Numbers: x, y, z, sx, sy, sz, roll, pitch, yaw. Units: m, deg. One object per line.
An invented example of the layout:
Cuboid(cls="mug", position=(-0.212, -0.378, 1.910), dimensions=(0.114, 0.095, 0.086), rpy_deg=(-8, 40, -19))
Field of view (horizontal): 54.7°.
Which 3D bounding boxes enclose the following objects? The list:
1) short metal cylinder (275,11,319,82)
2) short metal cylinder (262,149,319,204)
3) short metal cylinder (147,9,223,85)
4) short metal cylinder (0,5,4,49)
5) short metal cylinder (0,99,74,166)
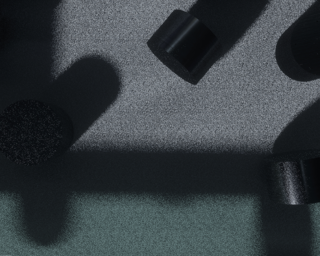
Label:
Cuboid(cls="short metal cylinder", position=(0.199, -0.103, 0.402), dimensions=(0.081, 0.050, 0.079), rpy_deg=(0, 90, -1))
Cuboid(cls="short metal cylinder", position=(0.173, 0.059, 0.386), dimensions=(0.080, 0.080, 0.050), rpy_deg=(-10, 90, 0))
Cuboid(cls="short metal cylinder", position=(0.031, -0.099, 0.384), dimensions=(0.080, 0.080, 0.050), rpy_deg=(40, 90, -1))
Cuboid(cls="short metal cylinder", position=(-0.239, -0.128, 0.381), dimensions=(0.081, 0.080, 0.050), rpy_deg=(-3, 90, -1))
Cuboid(cls="short metal cylinder", position=(-0.158, 0.005, 0.397), dimensions=(0.081, 0.050, 0.079), rpy_deg=(0, 90, -1))
